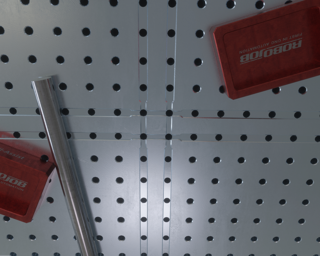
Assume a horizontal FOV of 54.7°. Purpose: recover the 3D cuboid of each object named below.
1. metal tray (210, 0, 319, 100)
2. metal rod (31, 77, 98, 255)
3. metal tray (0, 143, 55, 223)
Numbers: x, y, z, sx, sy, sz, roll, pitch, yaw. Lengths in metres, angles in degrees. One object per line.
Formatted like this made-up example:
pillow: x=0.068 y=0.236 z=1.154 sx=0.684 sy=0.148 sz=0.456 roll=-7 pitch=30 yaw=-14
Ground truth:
metal tray: x=0.135 y=-0.096 z=0.376 sx=0.131 sy=0.030 sz=0.089 roll=-16 pitch=110 yaw=5
metal rod: x=-0.128 y=0.077 z=0.440 sx=0.025 sy=0.025 sz=0.298 roll=-8 pitch=110 yaw=2
metal tray: x=-0.227 y=0.070 z=0.434 sx=0.131 sy=0.030 sz=0.089 roll=23 pitch=108 yaw=-9
